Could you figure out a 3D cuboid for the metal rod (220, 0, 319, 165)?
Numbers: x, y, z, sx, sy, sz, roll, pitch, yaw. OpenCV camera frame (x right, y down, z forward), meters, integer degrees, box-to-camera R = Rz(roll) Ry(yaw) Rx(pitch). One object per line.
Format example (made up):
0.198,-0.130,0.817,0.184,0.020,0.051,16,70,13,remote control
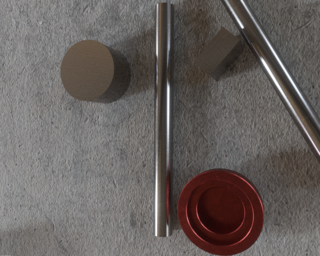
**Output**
0.135,-0.068,0.361,0.025,0.025,0.299,-30,80,17,metal rod

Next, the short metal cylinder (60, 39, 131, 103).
-0.087,-0.075,0.425,0.080,0.050,0.079,0,90,19,short metal cylinder

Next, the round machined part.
0.074,0.097,0.373,0.098,0.042,0.097,0,90,19,round machined part

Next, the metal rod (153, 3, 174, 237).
0.005,-0.010,0.406,0.025,0.025,0.298,0,90,19,metal rod

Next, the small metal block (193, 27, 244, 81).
0.071,-0.086,0.370,0.025,0.050,0.050,44,103,14,small metal block
